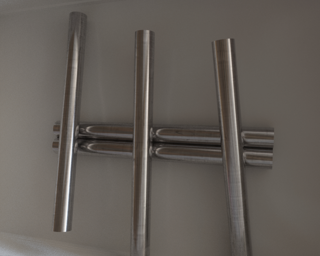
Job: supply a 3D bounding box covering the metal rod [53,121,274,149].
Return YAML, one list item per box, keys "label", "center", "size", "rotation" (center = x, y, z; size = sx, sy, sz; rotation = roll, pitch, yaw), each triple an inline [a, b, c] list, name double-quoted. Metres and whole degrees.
- label: "metal rod"
  center: [-0.009, 0.007, 0.412]
  size: [0.301, 0.025, 0.025]
  rotation: [2, 91, 19]

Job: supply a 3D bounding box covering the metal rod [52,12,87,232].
- label: "metal rod"
  center: [-0.123, -0.014, 0.426]
  size: [0.025, 0.025, 0.298]
  rotation: [-1, 81, 19]

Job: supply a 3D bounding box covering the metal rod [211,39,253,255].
- label: "metal rod"
  center: [0.086, 0.052, 0.355]
  size: [0.025, 0.025, 0.298]
  rotation: [-4, 97, 19]

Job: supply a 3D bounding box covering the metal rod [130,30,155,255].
- label: "metal rod"
  center: [-0.022, 0.030, 0.390]
  size: [0.025, 0.025, 0.298]
  rotation: [2, 91, 19]

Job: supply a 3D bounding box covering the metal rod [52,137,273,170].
- label: "metal rod"
  center: [-0.010, 0.031, 0.412]
  size: [0.301, 0.025, 0.025]
  rotation: [2, 91, 19]
